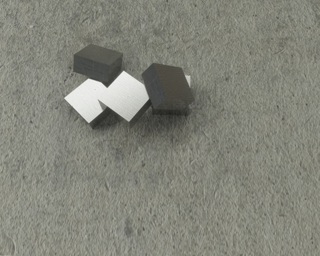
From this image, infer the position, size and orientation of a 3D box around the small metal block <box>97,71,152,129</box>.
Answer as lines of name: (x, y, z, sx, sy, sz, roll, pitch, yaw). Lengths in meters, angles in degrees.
small metal block: (-0.042, -0.036, 0.394, 0.050, 0.025, 0.050, 36, 74, 12)

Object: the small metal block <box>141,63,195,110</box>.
small metal block: (0.011, -0.051, 0.388, 0.050, 0.025, 0.050, -1, 64, -44)

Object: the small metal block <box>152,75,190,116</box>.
small metal block: (0.015, -0.045, 0.426, 0.050, 0.025, 0.050, 2, 70, 0)

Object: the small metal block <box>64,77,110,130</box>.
small metal block: (-0.091, -0.035, 0.421, 0.050, 0.025, 0.050, -43, 76, -14)

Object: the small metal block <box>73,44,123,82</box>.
small metal block: (-0.085, -0.091, 0.429, 0.050, 0.025, 0.050, 18, 34, 6)
